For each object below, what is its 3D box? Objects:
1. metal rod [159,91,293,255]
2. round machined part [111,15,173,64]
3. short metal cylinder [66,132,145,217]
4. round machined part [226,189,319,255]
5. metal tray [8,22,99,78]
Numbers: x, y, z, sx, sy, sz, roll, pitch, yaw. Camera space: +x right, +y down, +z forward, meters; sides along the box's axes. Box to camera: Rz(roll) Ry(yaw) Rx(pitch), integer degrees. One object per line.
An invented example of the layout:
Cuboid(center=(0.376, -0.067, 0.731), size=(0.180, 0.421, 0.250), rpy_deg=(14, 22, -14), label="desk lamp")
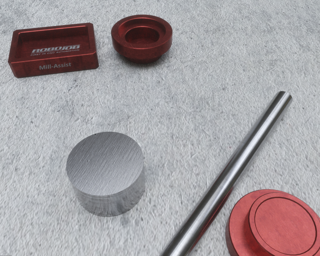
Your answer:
Cuboid(center=(0.086, 0.050, 0.362), size=(0.025, 0.025, 0.301), rpy_deg=(30, 56, 22), label="metal rod")
Cuboid(center=(-0.029, -0.143, 0.512), size=(0.099, 0.042, 0.098), rpy_deg=(0, 50, 0), label="round machined part")
Cuboid(center=(-0.057, 0.051, 0.344), size=(0.081, 0.050, 0.080), rpy_deg=(0, 50, 0), label="short metal cylinder")
Cuboid(center=(0.118, 0.104, 0.307), size=(0.099, 0.042, 0.098), rpy_deg=(0, 50, 0), label="round machined part")
Cuboid(center=(-0.171, -0.129, 0.506), size=(0.131, 0.030, 0.090), rpy_deg=(-9, 51, -8), label="metal tray")
